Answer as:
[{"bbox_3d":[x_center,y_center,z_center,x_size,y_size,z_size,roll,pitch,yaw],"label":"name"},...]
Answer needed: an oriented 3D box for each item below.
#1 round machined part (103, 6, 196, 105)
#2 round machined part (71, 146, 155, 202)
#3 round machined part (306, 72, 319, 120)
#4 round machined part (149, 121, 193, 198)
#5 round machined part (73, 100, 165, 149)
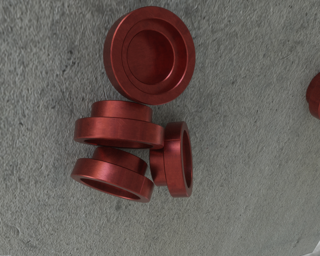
[{"bbox_3d":[-0.014,-0.074,0.329,0.099,0.042,0.097,-6,101,-30],"label":"round machined part"},{"bbox_3d":[-0.053,0.055,0.377,0.098,0.098,0.042,36,62,-39],"label":"round machined part"},{"bbox_3d":[0.284,-0.060,0.513,0.099,0.042,0.097,-14,124,-21],"label":"round machined part"},{"bbox_3d":[0.015,0.041,0.404,0.042,0.098,0.097,-5,127,13],"label":"round machined part"},{"bbox_3d":[-0.044,-0.003,0.346,0.099,0.098,0.042,10,78,-33],"label":"round machined part"}]
